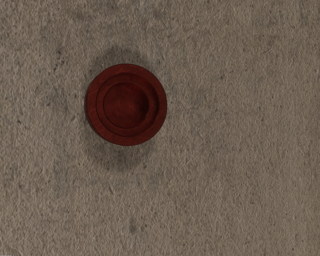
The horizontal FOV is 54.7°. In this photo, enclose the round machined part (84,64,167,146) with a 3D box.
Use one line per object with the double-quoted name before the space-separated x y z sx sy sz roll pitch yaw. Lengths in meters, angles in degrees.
"round machined part" -0.044 -0.027 0.384 0.099 0.042 0.097 0 90 -21
